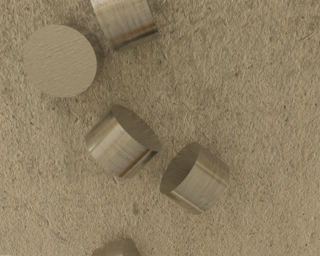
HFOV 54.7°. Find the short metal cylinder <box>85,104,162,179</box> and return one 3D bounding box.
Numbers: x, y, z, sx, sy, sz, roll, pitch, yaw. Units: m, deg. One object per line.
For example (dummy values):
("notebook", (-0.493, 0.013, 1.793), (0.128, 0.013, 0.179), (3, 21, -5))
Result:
("short metal cylinder", (-0.045, 0.016, 0.386), (0.080, 0.080, 0.050), (40, 105, -14))

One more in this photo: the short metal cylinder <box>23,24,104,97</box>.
("short metal cylinder", (-0.110, -0.081, 0.365), (0.081, 0.050, 0.079), (0, 110, 0))

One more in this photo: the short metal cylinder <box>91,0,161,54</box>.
("short metal cylinder", (-0.037, -0.127, 0.333), (0.050, 0.080, 0.080), (-19, 109, 7))

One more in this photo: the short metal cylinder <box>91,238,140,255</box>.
("short metal cylinder", (-0.061, 0.211, 0.458), (0.050, 0.080, 0.080), (-21, 109, 7))

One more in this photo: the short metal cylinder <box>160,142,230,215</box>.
("short metal cylinder", (0.044, 0.065, 0.405), (0.050, 0.080, 0.080), (37, 106, -13))
